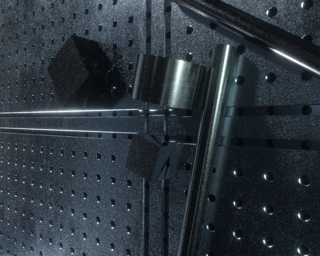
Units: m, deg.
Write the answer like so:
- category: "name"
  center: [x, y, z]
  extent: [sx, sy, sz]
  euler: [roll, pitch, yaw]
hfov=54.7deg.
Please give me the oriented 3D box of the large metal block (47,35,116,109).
- category: "large metal block"
  center: [-0.128, -0.087, 0.496]
  extent: [0.080, 0.050, 0.080]
  euler: [-40, 66, 32]

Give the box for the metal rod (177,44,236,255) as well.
- category: "metal rod"
  center: [0.049, 0.054, 0.367]
  extent: [0.025, 0.025, 0.298]
  euler: [15, 99, 39]

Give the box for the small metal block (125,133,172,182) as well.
- category: "small metal block"
  center: [-0.016, 0.039, 0.421]
  extent: [0.050, 0.025, 0.050]
  euler: [23, 105, 37]

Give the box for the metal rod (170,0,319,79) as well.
- category: "metal rod"
  center: [0.110, -0.094, 0.317]
  extent: [0.300, 0.025, 0.025]
  euler: [41, 115, 32]

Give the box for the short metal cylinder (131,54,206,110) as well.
- category: "short metal cylinder"
  center: [0.010, -0.054, 0.364]
  extent: [0.080, 0.081, 0.050]
  euler: [18, 102, 38]
